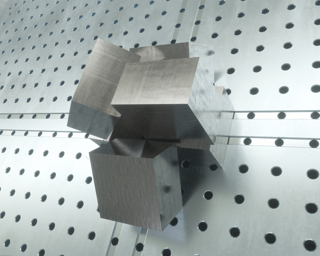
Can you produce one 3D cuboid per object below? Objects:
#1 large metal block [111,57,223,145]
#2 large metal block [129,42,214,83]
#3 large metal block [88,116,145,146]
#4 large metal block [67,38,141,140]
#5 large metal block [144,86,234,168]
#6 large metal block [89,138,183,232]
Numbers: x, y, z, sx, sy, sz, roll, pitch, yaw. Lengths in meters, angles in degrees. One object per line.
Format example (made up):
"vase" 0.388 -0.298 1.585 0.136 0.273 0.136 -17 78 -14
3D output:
"large metal block" 0.011 -0.024 0.319 0.080 0.080 0.050 2 63 29
"large metal block" 0.018 -0.080 0.404 0.080 0.080 0.050 2 101 29
"large metal block" -0.036 -0.006 0.416 0.080 0.050 0.080 7 65 31
"large metal block" -0.067 -0.041 0.359 0.080 0.050 0.080 136 152 -63
"large metal block" 0.037 -0.002 0.374 0.080 0.050 0.080 3 63 29
"large metal block" -0.025 0.059 0.344 0.080 0.050 0.080 2 107 29
